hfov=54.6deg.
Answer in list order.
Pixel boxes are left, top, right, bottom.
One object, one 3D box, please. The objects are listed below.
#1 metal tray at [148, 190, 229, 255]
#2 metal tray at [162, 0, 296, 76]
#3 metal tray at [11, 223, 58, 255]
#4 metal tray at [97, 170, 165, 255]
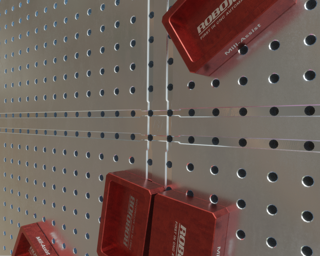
[{"bbox_3d":[0.030,0.152,0.382,0.090,0.030,0.129,10,96,39],"label":"metal tray"},{"bbox_3d":[0.070,-0.133,0.348,0.130,0.030,0.090,-39,66,33],"label":"metal tray"},{"bbox_3d":[-0.241,0.263,0.607,0.130,0.030,0.089,37,113,34],"label":"metal tray"},{"bbox_3d":[-0.044,0.136,0.443,0.090,0.030,0.129,14,99,39],"label":"metal tray"}]
